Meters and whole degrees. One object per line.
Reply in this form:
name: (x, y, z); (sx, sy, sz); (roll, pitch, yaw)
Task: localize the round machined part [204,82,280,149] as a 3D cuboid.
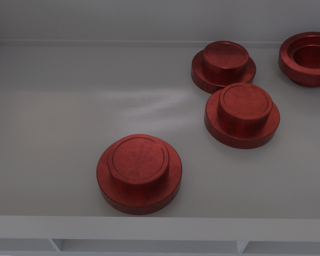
round machined part: (0.110, -0.023, 0.414); (0.099, 0.042, 0.098); (0, 50, 0)

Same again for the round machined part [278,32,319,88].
round machined part: (0.232, -0.100, 0.472); (0.098, 0.042, 0.098); (-6, 51, 8)

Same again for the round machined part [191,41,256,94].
round machined part: (0.098, -0.098, 0.476); (0.099, 0.042, 0.098); (0, 50, 0)

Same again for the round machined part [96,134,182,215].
round machined part: (-0.023, 0.045, 0.356); (0.099, 0.042, 0.098); (0, 50, 0)
